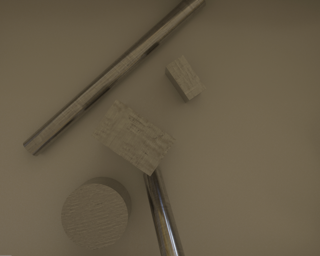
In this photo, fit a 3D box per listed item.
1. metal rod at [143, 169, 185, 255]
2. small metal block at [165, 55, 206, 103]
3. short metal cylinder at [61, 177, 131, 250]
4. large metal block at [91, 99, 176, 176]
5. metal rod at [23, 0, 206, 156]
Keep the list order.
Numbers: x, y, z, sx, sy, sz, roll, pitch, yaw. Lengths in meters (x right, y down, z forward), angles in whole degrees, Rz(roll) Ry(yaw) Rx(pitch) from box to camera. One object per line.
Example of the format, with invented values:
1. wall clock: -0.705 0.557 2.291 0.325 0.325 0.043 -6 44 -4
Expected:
1. metal rod: 0.022 0.161 0.307 0.025 0.300 0.025 -9 133 -9
2. small metal block: 0.032 -0.061 0.399 0.025 0.050 0.050 -35 90 0
3. short metal cylinder: -0.079 0.107 0.398 0.081 0.050 0.079 0 90 -1
4. large metal block: -0.030 0.010 0.384 0.080 0.080 0.050 35 90 -1
5. metal rod: -0.059 -0.072 0.410 0.300 0.025 0.025 -42 91 -1
